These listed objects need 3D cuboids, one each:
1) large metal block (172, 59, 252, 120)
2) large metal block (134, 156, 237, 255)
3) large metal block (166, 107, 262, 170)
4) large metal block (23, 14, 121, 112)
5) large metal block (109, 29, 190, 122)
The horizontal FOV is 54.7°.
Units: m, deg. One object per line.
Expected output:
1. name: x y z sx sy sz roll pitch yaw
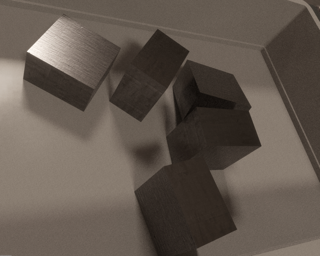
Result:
1. large metal block: 0.071 -0.046 0.444 0.081 0.050 0.080 13 39 -22
2. large metal block: 0.023 0.087 0.331 0.050 0.080 0.080 -10 67 -33
3. large metal block: 0.066 0.017 0.397 0.081 0.080 0.050 2 61 -28
4. large metal block: -0.107 -0.080 0.382 0.080 0.050 0.080 30 52 -10
5. large metal block: -0.014 -0.067 0.405 0.050 0.080 0.080 34 51 -7
